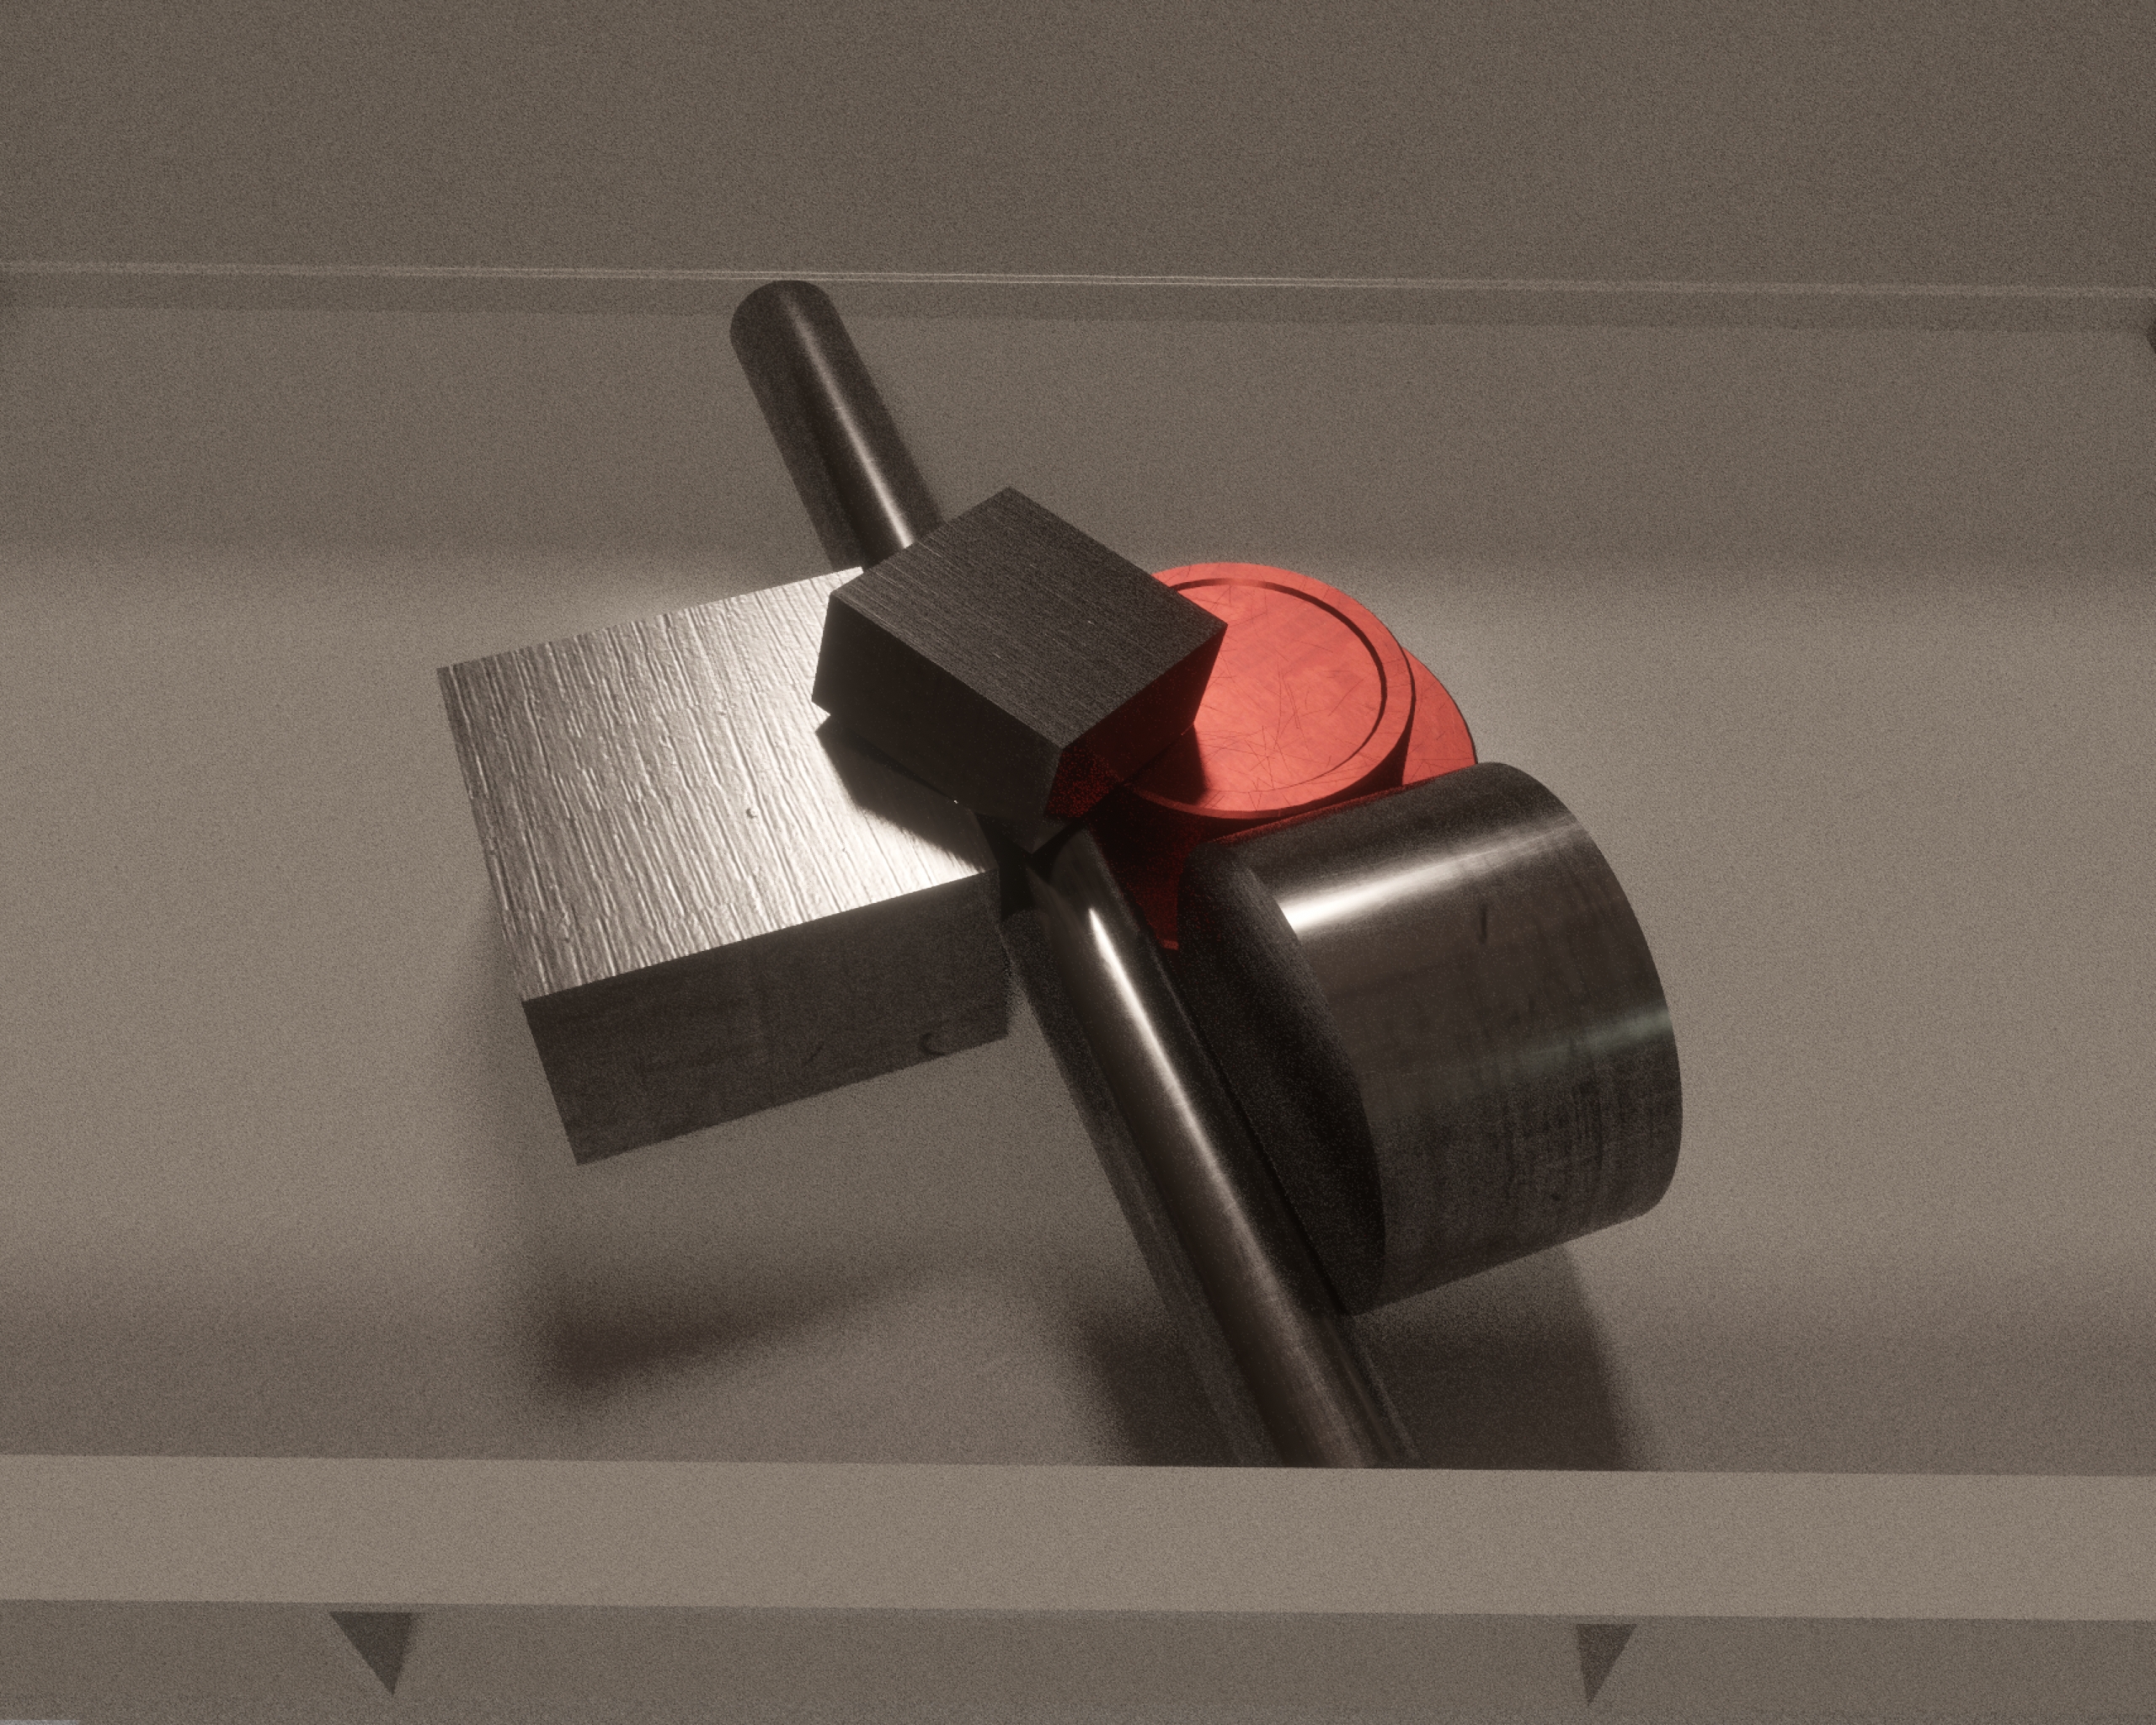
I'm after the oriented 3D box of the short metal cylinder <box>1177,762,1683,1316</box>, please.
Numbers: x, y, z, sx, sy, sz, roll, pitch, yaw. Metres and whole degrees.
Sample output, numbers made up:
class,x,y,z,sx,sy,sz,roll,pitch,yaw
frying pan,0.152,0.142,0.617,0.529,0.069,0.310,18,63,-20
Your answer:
class,x,y,z,sx,sy,sz,roll,pitch,yaw
short metal cylinder,0.055,0.028,0.344,0.050,0.080,0.080,-16,52,-13

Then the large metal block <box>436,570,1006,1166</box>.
class,x,y,z,sx,sy,sz,roll,pitch,yaw
large metal block,-0.065,-0.001,0.384,0.081,0.050,0.080,-16,52,-13

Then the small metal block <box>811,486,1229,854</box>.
class,x,y,z,sx,sy,sz,roll,pitch,yaw
small metal block,-0.010,-0.035,0.370,0.050,0.025,0.050,35,46,17

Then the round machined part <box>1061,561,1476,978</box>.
class,x,y,z,sx,sy,sz,roll,pitch,yaw
round machined part,0.030,-0.021,0.410,0.099,0.042,0.098,0,50,0

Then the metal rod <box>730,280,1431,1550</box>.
class,x,y,z,sx,sy,sz,roll,pitch,yaw
metal rod,-0.014,-0.015,0.389,0.025,0.025,0.300,-16,52,-13
